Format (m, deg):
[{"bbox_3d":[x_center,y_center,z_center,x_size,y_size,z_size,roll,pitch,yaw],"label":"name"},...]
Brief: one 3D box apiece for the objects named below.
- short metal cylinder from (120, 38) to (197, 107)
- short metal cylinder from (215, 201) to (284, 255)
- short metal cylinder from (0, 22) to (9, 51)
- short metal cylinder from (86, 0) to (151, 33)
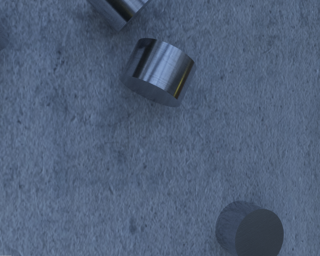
[{"bbox_3d":[-0.002,-0.066,0.380,0.080,0.080,0.050,27,81,-18],"label":"short metal cylinder"},{"bbox_3d":[0.128,0.150,0.445,0.081,0.050,0.079,0,90,-21],"label":"short metal cylinder"},{"bbox_3d":[-0.201,-0.098,0.305,0.081,0.080,0.050,-24,99,-19],"label":"short metal cylinder"},{"bbox_3d":[-0.040,-0.159,0.366,0.050,0.080,0.080,44,76,-15],"label":"short metal cylinder"}]
